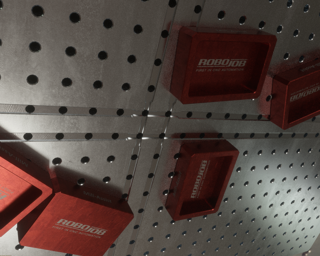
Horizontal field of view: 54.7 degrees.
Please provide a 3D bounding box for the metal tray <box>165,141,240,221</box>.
[{"bbox_3d":[0.066,0.085,0.498,0.091,0.030,0.129,-2,120,-28],"label":"metal tray"}]

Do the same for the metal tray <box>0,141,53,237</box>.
[{"bbox_3d":[-0.197,0.059,0.337,0.090,0.030,0.130,-41,130,-1],"label":"metal tray"}]

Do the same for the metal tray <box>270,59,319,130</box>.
[{"bbox_3d":[0.245,-0.060,0.507,0.131,0.030,0.089,-21,127,-16],"label":"metal tray"}]

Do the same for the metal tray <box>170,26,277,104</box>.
[{"bbox_3d":[0.083,-0.081,0.404,0.131,0.030,0.089,-6,121,-26],"label":"metal tray"}]

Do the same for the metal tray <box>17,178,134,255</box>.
[{"bbox_3d":[-0.112,0.129,0.428,0.131,0.030,0.090,31,101,-38],"label":"metal tray"}]
